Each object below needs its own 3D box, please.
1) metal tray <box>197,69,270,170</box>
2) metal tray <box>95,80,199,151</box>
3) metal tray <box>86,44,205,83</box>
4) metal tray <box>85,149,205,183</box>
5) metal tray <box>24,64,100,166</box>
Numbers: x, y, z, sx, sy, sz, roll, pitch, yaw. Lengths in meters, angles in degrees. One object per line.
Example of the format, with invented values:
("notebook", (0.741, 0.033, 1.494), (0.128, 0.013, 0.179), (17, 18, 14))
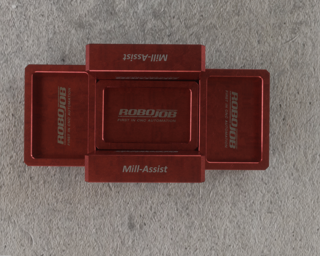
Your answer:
("metal tray", (0.095, -0.011, 0.410), (0.091, 0.030, 0.129), (1, 90, -1))
("metal tray", (-0.017, -0.016, 0.408), (0.131, 0.030, 0.089), (1, 90, -1))
("metal tray", (-0.016, -0.076, 0.378), (0.131, 0.090, 0.030), (0, 90, -1))
("metal tray", (-0.016, 0.044, 0.377), (0.131, 0.090, 0.030), (0, 90, -1))
("metal tray", (-0.127, -0.016, 0.407), (0.091, 0.030, 0.129), (1, 90, -1))
